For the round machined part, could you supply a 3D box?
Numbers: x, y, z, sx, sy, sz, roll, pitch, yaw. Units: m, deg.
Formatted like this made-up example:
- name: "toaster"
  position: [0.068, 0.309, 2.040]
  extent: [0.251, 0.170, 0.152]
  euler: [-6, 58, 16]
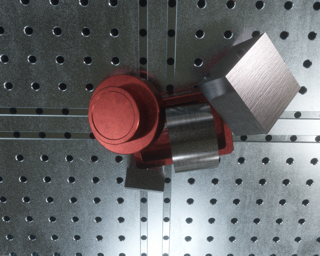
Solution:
- name: "round machined part"
  position: [-0.047, -0.016, 0.374]
  extent: [0.098, 0.042, 0.097]
  euler: [2, 96, 22]

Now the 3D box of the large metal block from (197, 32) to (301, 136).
- name: "large metal block"
  position: [0.104, -0.048, 0.358]
  extent: [0.080, 0.050, 0.080]
  euler: [-47, 108, -23]

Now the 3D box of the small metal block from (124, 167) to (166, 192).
- name: "small metal block"
  position: [-0.020, 0.072, 0.420]
  extent: [0.050, 0.050, 0.025]
  euler: [8, 76, -2]

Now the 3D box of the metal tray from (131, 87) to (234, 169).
- name: "metal tray"
  position: [0.025, -0.001, 0.408]
  extent: [0.131, 0.030, 0.089]
  euler: [-11, 110, 3]

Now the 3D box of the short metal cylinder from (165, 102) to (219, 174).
- name: "short metal cylinder"
  position: [0.037, 0.011, 0.371]
  extent: [0.050, 0.080, 0.079]
  euler: [-9, 110, 2]
